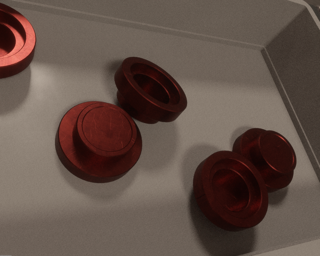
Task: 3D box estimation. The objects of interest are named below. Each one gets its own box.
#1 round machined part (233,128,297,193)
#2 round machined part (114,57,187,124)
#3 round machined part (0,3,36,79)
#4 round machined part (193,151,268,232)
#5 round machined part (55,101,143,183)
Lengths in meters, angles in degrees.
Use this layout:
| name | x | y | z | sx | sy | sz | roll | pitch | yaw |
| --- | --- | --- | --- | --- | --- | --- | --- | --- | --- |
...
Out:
| name | x | y | z | sx | sy | sz | roll | pitch | yaw |
| --- | --- | --- | --- | --- | --- | --- | --- | --- | --- |
| round machined part | 0.160 | 0.042 | 0.458 | 0.099 | 0.042 | 0.098 | 14 | 56 | -21 |
| round machined part | -0.016 | -0.044 | 0.401 | 0.098 | 0.042 | 0.098 | 28 | 33 | -20 |
| round machined part | -0.194 | -0.094 | 0.348 | 0.099 | 0.042 | 0.098 | 14 | 56 | -21 |
| round machined part | 0.084 | 0.081 | 0.392 | 0.099 | 0.042 | 0.098 | 14 | 56 | -21 |
| round machined part | -0.065 | 0.010 | 0.355 | 0.099 | 0.042 | 0.098 | 14 | 56 | -21 |
